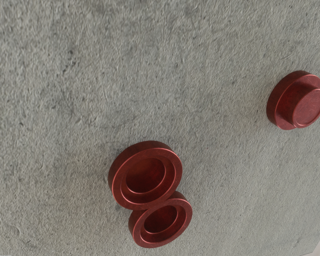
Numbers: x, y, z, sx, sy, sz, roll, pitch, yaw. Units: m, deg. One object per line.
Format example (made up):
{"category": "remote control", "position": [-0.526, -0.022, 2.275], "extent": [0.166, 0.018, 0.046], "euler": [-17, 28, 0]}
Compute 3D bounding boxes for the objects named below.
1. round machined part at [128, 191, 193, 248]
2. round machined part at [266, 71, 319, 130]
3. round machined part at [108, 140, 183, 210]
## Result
{"category": "round machined part", "position": [-0.003, 0.134, 0.477], "extent": [0.099, 0.042, 0.097], "euler": [-14, 125, -21]}
{"category": "round machined part", "position": [0.223, -0.038, 0.493], "extent": [0.099, 0.042, 0.097], "euler": [-14, 124, -21]}
{"category": "round machined part", "position": [-0.023, 0.059, 0.418], "extent": [0.099, 0.042, 0.097], "euler": [-12, 121, -21]}
